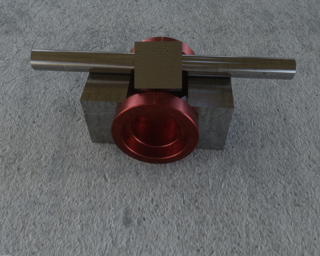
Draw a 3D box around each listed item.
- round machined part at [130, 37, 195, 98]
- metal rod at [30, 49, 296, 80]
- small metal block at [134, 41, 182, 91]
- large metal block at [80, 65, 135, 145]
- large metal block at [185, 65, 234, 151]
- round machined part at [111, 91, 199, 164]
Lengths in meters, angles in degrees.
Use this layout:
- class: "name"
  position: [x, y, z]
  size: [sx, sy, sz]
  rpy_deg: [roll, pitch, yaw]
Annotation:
- class: "round machined part"
  position: [0.002, -0.069, 0.415]
  size: [0.099, 0.097, 0.042]
  rpy_deg: [3, 51, 2]
- class: "metal rod"
  position: [0.002, -0.075, 0.364]
  size: [0.302, 0.025, 0.025]
  rpy_deg: [2, 50, 2]
- class: "small metal block"
  position: [-0.001, -0.067, 0.339]
  size: [0.050, 0.025, 0.050]
  rpy_deg: [0, 90, 2]
- class: "large metal block"
  position: [-0.060, -0.035, 0.398]
  size: [0.050, 0.080, 0.080]
  rpy_deg: [3, 50, 3]
- class: "large metal block"
  position: [0.058, -0.028, 0.393]
  size: [0.050, 0.080, 0.080]
  rpy_deg: [3, 50, 2]
- class: "round machined part"
  position: [-0.004, -0.005, 0.361]
  size: [0.099, 0.097, 0.042]
  rpy_deg: [4, 45, 3]
